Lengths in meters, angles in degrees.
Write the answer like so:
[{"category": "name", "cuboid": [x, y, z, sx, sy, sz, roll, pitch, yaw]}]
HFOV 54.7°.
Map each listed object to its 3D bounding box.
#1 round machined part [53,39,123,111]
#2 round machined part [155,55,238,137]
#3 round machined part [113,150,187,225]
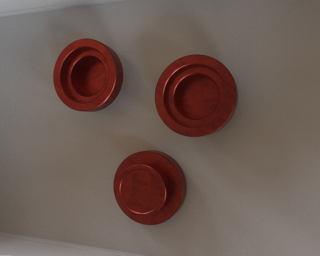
[{"category": "round machined part", "cuboid": [-0.095, -0.071, 0.434, 0.098, 0.042, 0.097, 0, 90, 19]}, {"category": "round machined part", "cuboid": [0.047, -0.038, 0.384, 0.098, 0.042, 0.097, 0, 90, 19]}, {"category": "round machined part", "cuboid": [-0.018, 0.079, 0.407, 0.098, 0.042, 0.097, 0, 90, 19]}]
